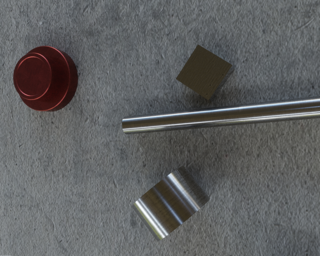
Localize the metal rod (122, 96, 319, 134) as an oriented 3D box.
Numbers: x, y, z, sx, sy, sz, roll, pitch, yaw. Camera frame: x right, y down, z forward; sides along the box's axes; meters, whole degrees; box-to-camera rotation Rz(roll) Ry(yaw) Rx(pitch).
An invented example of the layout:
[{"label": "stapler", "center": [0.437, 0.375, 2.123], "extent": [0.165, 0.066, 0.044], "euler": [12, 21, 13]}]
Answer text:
[{"label": "metal rod", "center": [0.095, -0.016, 0.375], "extent": [0.301, 0.025, 0.025], "euler": [-5, 88, 19]}]

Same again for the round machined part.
[{"label": "round machined part", "center": [-0.176, -0.074, 0.460], "extent": [0.098, 0.042, 0.097], "euler": [0, 90, 19]}]

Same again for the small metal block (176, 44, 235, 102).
[{"label": "small metal block", "center": [0.057, -0.068, 0.388], "extent": [0.050, 0.025, 0.050], "euler": [36, 101, 16]}]

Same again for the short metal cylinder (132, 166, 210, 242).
[{"label": "short metal cylinder", "center": [0.013, 0.090, 0.374], "extent": [0.080, 0.080, 0.050], "euler": [-42, 77, 15]}]
